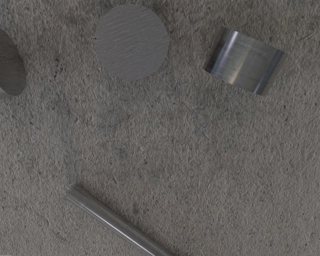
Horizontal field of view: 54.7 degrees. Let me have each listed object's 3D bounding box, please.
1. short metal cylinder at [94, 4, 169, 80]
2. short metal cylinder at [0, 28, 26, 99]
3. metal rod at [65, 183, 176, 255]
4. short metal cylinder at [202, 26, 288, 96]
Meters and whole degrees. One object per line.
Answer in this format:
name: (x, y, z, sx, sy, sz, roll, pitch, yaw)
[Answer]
short metal cylinder: (-0.031, -0.101, 0.359, 0.081, 0.050, 0.079, 0, 110, 0)
short metal cylinder: (-0.199, -0.070, 0.353, 0.050, 0.080, 0.080, -13, 110, 5)
metal rod: (-0.016, 0.183, 0.477, 0.300, 0.025, 0.025, 40, 105, -14)
short metal cylinder: (0.096, -0.076, 0.353, 0.080, 0.080, 0.050, 21, 109, -8)
